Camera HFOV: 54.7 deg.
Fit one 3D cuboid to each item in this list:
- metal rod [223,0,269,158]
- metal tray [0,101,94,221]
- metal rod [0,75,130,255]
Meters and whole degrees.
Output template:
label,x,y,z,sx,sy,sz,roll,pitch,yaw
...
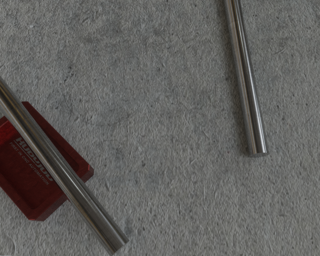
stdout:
label,x,y,z,sx,sy,sz,roll,pitch,yaw
metal rod,0.118,-0.105,0.448,0.025,0.025,0.299,-3,70,-2
metal tray,-0.160,0.040,0.388,0.130,0.030,0.090,43,75,13
metal rod,-0.140,0.021,0.366,0.025,0.025,0.300,-39,75,-13
